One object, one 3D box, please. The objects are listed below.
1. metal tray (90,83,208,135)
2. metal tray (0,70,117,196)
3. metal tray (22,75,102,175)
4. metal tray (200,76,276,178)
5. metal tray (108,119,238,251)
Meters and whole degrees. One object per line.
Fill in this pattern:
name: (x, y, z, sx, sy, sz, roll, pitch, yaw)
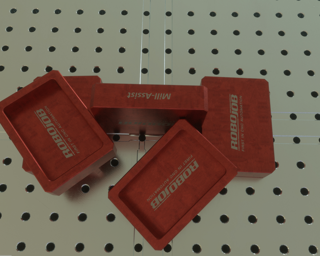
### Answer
metal tray: (-0.012, -0.020, 0.383, 0.131, 0.090, 0.030, 1, 70, 0)
metal tray: (-0.125, 0.003, 0.373, 0.090, 0.030, 0.130, -36, 75, -13)
metal tray: (-0.123, -0.005, 0.409, 0.091, 0.030, 0.129, -1, 71, -1)
metal tray: (0.098, -0.003, 0.410, 0.091, 0.030, 0.130, 3, 70, 0)
metal tray: (0.015, 0.065, 0.366, 0.130, 0.030, 0.090, -46, 77, 2)
